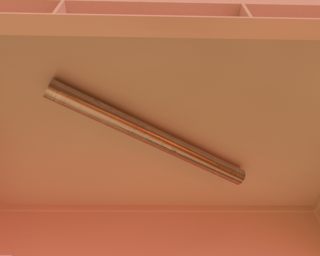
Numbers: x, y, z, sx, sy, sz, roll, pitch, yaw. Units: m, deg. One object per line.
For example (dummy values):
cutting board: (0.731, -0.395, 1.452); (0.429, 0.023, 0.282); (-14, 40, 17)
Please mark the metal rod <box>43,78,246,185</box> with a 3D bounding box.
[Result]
metal rod: (-0.005, 0.014, 0.418); (0.302, 0.025, 0.025); (26, 125, -21)
